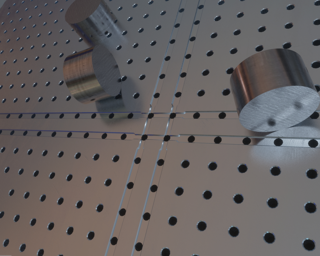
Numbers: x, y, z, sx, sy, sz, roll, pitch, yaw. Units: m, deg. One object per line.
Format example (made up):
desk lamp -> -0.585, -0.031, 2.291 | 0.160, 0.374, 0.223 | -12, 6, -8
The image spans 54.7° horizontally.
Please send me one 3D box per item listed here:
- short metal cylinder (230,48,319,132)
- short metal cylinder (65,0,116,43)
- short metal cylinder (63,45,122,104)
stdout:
short metal cylinder -> 0.120, -0.038, 0.333 | 0.080, 0.080, 0.050 | -17, 55, 18
short metal cylinder -> -0.132, -0.211, 0.591 | 0.080, 0.050, 0.080 | -13, 56, 21
short metal cylinder -> -0.102, -0.081, 0.476 | 0.050, 0.080, 0.080 | -14, 56, 21
